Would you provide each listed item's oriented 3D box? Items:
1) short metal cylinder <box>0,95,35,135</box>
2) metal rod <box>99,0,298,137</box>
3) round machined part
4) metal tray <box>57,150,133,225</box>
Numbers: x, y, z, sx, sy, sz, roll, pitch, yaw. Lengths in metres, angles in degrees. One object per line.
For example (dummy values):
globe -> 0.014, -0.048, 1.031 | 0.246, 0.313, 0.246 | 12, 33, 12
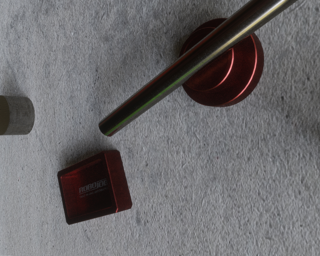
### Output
short metal cylinder -> -0.300, -0.025, 0.632 | 0.080, 0.050, 0.079 | 0, 90, 39
metal rod -> 0.034, -0.068, 0.320 | 0.299, 0.025, 0.025 | -33, 70, 34
round machined part -> 0.060, -0.073, 0.343 | 0.098, 0.042, 0.097 | 0, 90, 39
metal tray -> -0.107, 0.095, 0.486 | 0.130, 0.030, 0.090 | -25, 75, 37
